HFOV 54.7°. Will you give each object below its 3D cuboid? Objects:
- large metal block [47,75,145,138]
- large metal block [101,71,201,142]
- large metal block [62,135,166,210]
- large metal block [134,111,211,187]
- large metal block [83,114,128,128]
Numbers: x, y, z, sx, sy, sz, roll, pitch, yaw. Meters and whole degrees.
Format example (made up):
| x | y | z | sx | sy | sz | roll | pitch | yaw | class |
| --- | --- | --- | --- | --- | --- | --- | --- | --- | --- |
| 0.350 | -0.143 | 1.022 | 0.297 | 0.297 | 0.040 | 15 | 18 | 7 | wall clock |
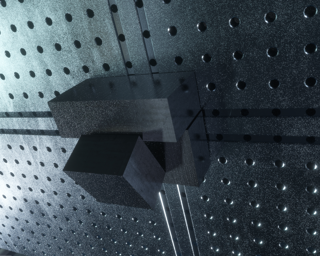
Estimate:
| x | y | z | sx | sy | sz | roll | pitch | yaw | class |
| --- | --- | --- | --- | --- | --- | --- | --- | --- | --- |
| -0.079 | -0.028 | 0.397 | 0.080 | 0.080 | 0.050 | 1 | 119 | 27 | large metal block |
| -0.007 | -0.027 | 0.360 | 0.080 | 0.080 | 0.050 | 1 | 119 | 27 | large metal block |
| -0.050 | 0.052 | 0.366 | 0.080 | 0.050 | 0.080 | 0 | 142 | 28 | large metal block |
| 0.014 | 0.025 | 0.398 | 0.080 | 0.050 | 0.079 | 1 | 119 | 27 | large metal block |
| -0.058 | 0.023 | 0.435 | 0.080 | 0.050 | 0.079 | 1 | 119 | 27 | large metal block |
